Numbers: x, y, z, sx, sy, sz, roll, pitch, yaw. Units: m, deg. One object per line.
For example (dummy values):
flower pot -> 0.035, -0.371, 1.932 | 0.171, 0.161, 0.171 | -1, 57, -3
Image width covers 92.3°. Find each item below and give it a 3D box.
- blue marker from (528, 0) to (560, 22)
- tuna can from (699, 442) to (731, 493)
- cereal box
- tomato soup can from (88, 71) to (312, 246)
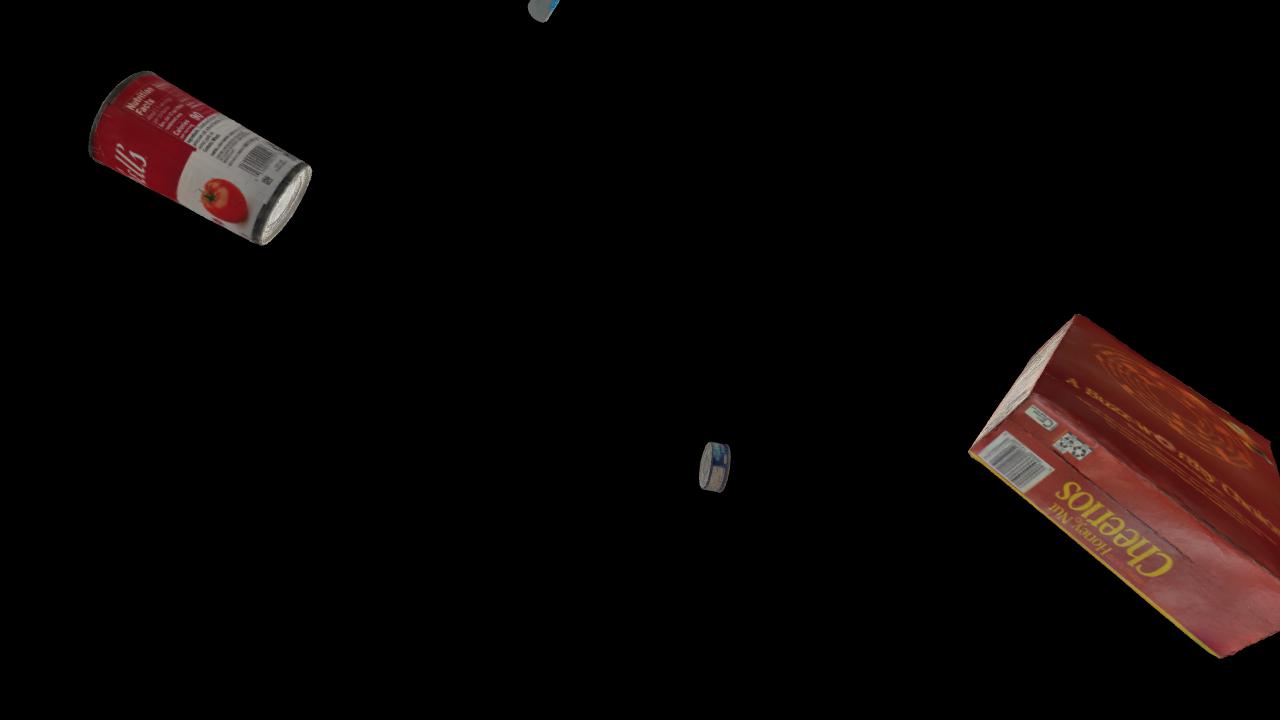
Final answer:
blue marker -> -0.049, -0.301, 0.458 | 0.020, 0.020, 0.121 | 0, -16, -37
tuna can -> 0.128, 0.184, 1.059 | 0.034, 0.084, 0.084 | 11, -1, -5
cereal box -> 0.429, 0.075, 0.535 | 0.203, 0.081, 0.306 | 44, 38, 21
tomato soup can -> -0.283, -0.129, 0.405 | 0.101, 0.068, 0.068 | 30, -12, -22
